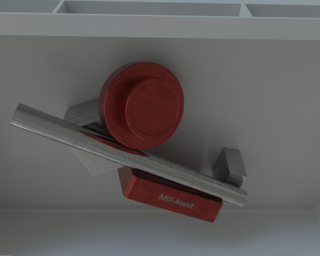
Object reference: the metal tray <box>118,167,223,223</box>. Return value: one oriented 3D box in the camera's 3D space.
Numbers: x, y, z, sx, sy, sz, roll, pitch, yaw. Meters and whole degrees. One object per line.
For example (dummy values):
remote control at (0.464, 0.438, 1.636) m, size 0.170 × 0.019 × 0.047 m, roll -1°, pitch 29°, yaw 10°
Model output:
metal tray at (0.011, 0.080, 0.428) m, size 0.131 × 0.090 × 0.030 m, roll 20°, pitch 100°, yaw -18°

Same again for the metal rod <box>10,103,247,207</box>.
metal rod at (-0.020, 0.040, 0.374) m, size 0.302 × 0.025 × 0.025 m, roll 23°, pitch 126°, yaw -19°

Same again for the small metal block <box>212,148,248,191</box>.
small metal block at (0.099, 0.066, 0.448) m, size 0.025 × 0.050 × 0.050 m, roll 11°, pitch 129°, yaw -10°

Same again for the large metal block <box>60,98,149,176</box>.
large metal block at (-0.067, 0.008, 0.396) m, size 0.080 × 0.050 × 0.080 m, roll -18°, pitch 128°, yaw 14°

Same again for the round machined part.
round machined part at (-0.014, -0.023, 0.342) m, size 0.099 × 0.042 × 0.097 m, roll -7°, pitch 104°, yaw -28°
